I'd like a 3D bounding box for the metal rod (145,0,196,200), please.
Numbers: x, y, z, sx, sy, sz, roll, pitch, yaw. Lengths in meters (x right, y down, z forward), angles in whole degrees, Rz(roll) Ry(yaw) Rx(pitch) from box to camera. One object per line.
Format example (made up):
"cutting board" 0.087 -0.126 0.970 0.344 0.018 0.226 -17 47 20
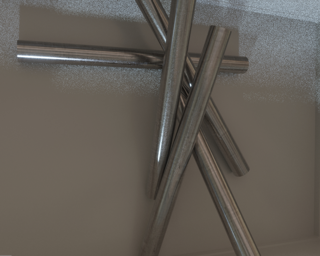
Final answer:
"metal rod" 0.013 -0.048 0.352 0.025 0.025 0.298 -1 115 -20

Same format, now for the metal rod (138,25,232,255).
"metal rod" 0.025 0.030 0.371 0.025 0.025 0.298 13 101 -20

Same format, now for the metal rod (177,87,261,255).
"metal rod" 0.068 0.068 0.368 0.025 0.025 0.299 -15 69 -19

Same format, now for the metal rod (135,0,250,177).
"metal rod" 0.045 -0.056 0.404 0.025 0.025 0.299 -38 111 -16

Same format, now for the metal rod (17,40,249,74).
"metal rod" -0.019 -0.090 0.403 0.302 0.025 0.025 -1 91 -20
